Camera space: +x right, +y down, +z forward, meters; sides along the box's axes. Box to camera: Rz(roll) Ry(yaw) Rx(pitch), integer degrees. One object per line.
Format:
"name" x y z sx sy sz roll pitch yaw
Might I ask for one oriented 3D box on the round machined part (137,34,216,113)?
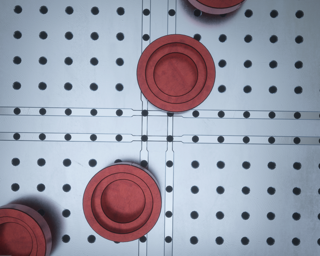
"round machined part" 0.020 -0.068 0.405 0.099 0.042 0.097 0 90 0

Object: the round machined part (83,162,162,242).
"round machined part" -0.047 0.093 0.405 0.099 0.042 0.097 0 90 0

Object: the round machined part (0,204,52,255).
"round machined part" -0.190 0.147 0.404 0.099 0.042 0.097 0 90 0

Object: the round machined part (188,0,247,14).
"round machined part" 0.075 -0.197 0.405 0.099 0.042 0.097 0 90 0
